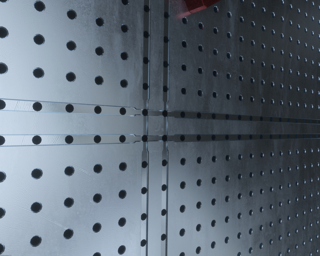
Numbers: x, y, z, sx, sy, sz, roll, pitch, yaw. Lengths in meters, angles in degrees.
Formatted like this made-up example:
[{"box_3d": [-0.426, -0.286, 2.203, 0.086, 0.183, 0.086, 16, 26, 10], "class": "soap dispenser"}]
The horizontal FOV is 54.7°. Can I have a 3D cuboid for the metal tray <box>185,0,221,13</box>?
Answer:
[{"box_3d": [0.058, -0.249, 0.457, 0.091, 0.030, 0.129, -39, 114, -33], "class": "metal tray"}]
